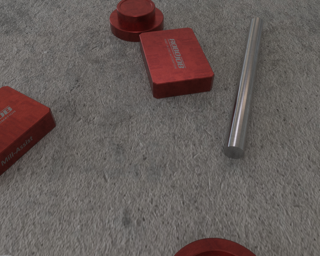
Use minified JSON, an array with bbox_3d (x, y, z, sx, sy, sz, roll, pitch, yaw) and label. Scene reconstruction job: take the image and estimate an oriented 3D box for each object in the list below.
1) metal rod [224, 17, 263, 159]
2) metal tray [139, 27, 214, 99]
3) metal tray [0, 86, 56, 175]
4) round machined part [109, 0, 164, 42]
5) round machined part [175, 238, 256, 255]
[{"bbox_3d":[0.133,-0.080,0.471,0.025,0.025,0.300,13,51,10],"label":"metal rod"},{"bbox_3d":[0.022,-0.107,0.490,0.091,0.030,0.130,-9,51,-8],"label":"metal tray"},{"bbox_3d":[-0.212,0.009,0.391,0.090,0.030,0.130,26,54,20],"label":"metal tray"},{"bbox_3d":[-0.042,-0.202,0.562,0.099,0.042,0.098,0,50,0],"label":"round machined part"},{"bbox_3d":[0.048,0.150,0.266,0.099,0.042,0.098,0,50,0],"label":"round machined part"}]
